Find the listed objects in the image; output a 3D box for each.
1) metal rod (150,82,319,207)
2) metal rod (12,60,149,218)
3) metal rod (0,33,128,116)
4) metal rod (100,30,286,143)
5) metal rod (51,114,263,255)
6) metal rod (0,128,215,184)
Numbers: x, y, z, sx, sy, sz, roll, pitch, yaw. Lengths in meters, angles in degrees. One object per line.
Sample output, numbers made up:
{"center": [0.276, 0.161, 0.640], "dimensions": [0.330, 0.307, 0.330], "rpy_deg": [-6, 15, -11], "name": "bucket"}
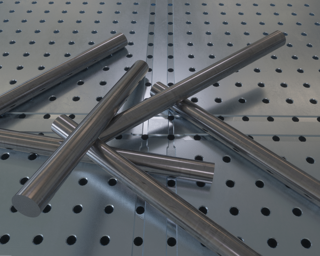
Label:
{"center": [0.104, 0.021, 0.390], "dimensions": [0.300, 0.025, 0.025], "rpy_deg": [35, 58, 26], "name": "metal rod"}
{"center": [-0.068, -0.017, 0.367], "dimensions": [0.025, 0.025, 0.301], "rpy_deg": [12, 34, 10], "name": "metal rod"}
{"center": [-0.171, -0.072, 0.467], "dimensions": [0.302, 0.025, 0.025], "rpy_deg": [-37, 59, -27], "name": "metal rod"}
{"center": [0.050, -0.062, 0.421], "dimensions": [0.302, 0.025, 0.025], "rpy_deg": [-29, 56, -15], "name": "metal rod"}
{"center": [0.000, 0.072, 0.327], "dimensions": [0.300, 0.025, 0.025], "rpy_deg": [33, 57, 17], "name": "metal rod"}
{"center": [-0.086, 0.031, 0.381], "dimensions": [0.301, 0.025, 0.025], "rpy_deg": [9, 51, 7], "name": "metal rod"}
